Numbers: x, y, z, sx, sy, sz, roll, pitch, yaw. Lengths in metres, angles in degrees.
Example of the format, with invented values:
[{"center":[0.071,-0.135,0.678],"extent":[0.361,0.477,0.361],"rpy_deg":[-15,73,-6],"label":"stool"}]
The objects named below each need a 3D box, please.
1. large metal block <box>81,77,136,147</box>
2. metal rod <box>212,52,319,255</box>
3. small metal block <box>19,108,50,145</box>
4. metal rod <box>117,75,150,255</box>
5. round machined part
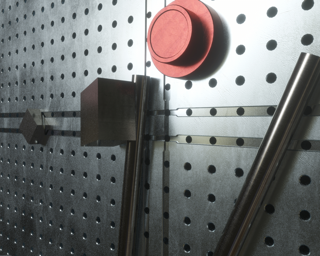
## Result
[{"center":[-0.075,-0.018,0.432],"extent":[0.080,0.050,0.080],"rpy_deg":[-18,72,59],"label":"large metal block"},{"center":[0.098,0.070,0.327],"extent":[0.025,0.025,0.298],"rpy_deg":[29,108,36],"label":"metal rod"},{"center":[-0.249,-0.003,0.611],"extent":[0.050,0.025,0.050],"rpy_deg":[48,118,29],"label":"small metal block"},{"center":[-0.040,0.076,0.439],"extent":[0.025,0.025,0.298],"rpy_deg":[9,96,39],"label":"metal rod"},{"center":[0.023,-0.110,0.378],"extent":[0.098,0.042,0.097],"rpy_deg":[0,90,39],"label":"round machined part"}]
